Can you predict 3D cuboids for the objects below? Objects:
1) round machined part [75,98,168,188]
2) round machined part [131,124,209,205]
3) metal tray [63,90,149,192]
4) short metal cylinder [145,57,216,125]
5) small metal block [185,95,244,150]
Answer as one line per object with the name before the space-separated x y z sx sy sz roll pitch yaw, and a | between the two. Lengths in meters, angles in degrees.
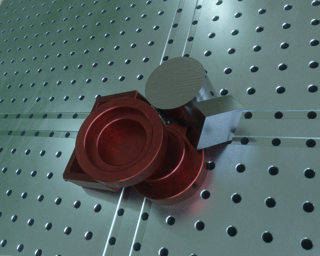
round machined part | -0.039 0.019 0.344 0.098 0.042 0.098 -6 62 13
round machined part | 0.005 0.038 0.369 0.098 0.042 0.098 -13 56 20
metal tray | -0.071 0.015 0.417 0.090 0.030 0.130 -4 59 43
short metal cylinder | 0.028 -0.046 0.404 0.080 0.050 0.080 -13 56 20
small metal block | 0.061 -0.006 0.351 0.050 0.050 0.025 -14 47 -24
